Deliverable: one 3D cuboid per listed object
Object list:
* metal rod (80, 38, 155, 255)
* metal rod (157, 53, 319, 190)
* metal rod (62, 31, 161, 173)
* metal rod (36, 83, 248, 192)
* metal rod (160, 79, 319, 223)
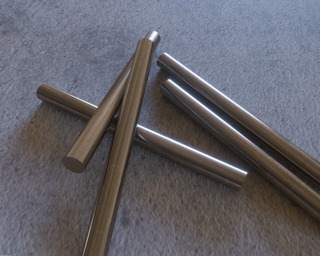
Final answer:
[{"bbox_3d":[-0.042,0.008,0.366,0.025,0.025,0.300,7,59,5],"label":"metal rod"},{"bbox_3d":[0.101,-0.021,0.421,0.025,0.025,0.300,-33,58,-25],"label":"metal rod"},{"bbox_3d":[-0.050,-0.059,0.427,0.025,0.025,0.301,12,43,9],"label":"metal rod"},{"bbox_3d":[-0.036,0.004,0.398,0.301,0.025,0.025,23,54,18],"label":"metal rod"},{"bbox_3d":[0.107,0.027,0.381,0.025,0.025,0.300,-33,58,-25],"label":"metal rod"}]
